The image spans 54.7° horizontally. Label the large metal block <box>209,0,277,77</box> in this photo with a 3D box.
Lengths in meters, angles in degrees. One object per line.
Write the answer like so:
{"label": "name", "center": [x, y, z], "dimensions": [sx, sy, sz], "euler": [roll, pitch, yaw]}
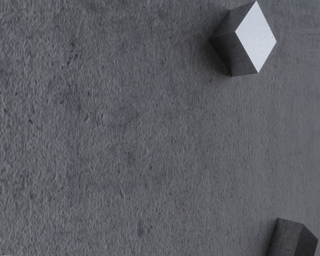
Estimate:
{"label": "large metal block", "center": [0.136, -0.142, 0.501], "dimensions": [0.080, 0.050, 0.080], "euler": [50, 61, -29]}

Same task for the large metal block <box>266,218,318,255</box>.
{"label": "large metal block", "center": [0.260, 0.235, 0.606], "dimensions": [0.080, 0.050, 0.080], "euler": [42, 64, -32]}
